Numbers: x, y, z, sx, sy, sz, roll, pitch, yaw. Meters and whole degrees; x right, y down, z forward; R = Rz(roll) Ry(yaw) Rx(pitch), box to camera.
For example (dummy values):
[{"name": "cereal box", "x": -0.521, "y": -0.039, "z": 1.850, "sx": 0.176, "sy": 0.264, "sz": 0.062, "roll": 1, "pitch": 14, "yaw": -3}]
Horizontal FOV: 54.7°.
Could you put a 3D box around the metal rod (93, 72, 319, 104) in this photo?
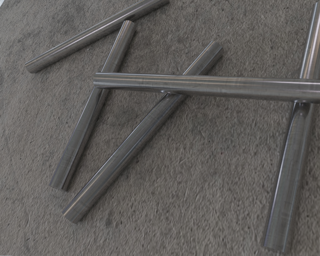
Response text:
[{"name": "metal rod", "x": 0.036, "y": -0.053, "z": 0.383, "sx": 0.300, "sy": 0.025, "sz": 0.025, "roll": 8, "pitch": 66, "yaw": 31}]

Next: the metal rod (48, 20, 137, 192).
[{"name": "metal rod", "x": -0.097, "y": -0.048, "z": 0.484, "sx": 0.025, "sy": 0.025, "sz": 0.300, "roll": 5, "pitch": 64, "yaw": 30}]

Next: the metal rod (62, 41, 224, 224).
[{"name": "metal rod", "x": -0.018, "y": 0.001, "z": 0.412, "sx": 0.300, "sy": 0.025, "sz": 0.025, "roll": -49, "pitch": 51, "yaw": -7}]

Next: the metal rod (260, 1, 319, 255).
[{"name": "metal rod", "x": 0.154, "y": -0.019, "z": 0.334, "sx": 0.025, "sy": 0.025, "sz": 0.300, "roll": 8, "pitch": 65, "yaw": 31}]

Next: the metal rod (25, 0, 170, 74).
[{"name": "metal rod", "x": -0.123, "y": -0.175, "z": 0.575, "sx": 0.300, "sy": 0.025, "sz": 0.025, "roll": -23, "pitch": 53, "yaw": 14}]
